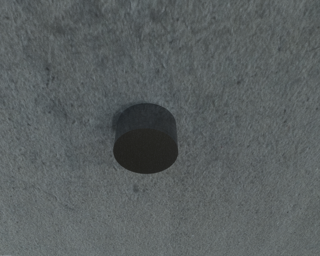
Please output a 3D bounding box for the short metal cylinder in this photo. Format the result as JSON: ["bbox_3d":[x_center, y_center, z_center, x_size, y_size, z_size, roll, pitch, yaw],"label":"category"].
[{"bbox_3d":[-0.018,0.014,0.403,0.081,0.050,0.079,0,130,0],"label":"short metal cylinder"}]
